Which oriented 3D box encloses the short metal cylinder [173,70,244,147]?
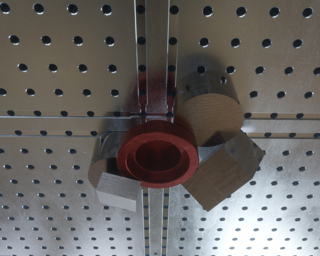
[{"bbox_3d":[0.056,-0.023,0.376,0.081,0.050,0.079,0,130,0],"label":"short metal cylinder"}]

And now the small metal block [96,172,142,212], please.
[{"bbox_3d":[-0.052,0.083,0.400,0.050,0.025,0.050,14,149,4],"label":"small metal block"}]

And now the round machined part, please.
[{"bbox_3d":[-0.002,0.028,0.386,0.099,0.042,0.097,0,130,0],"label":"round machined part"}]

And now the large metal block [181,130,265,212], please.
[{"bbox_3d":[0.085,0.053,0.413,0.050,0.080,0.080,46,122,7],"label":"large metal block"}]

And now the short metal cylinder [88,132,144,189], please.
[{"bbox_3d":[-0.057,0.052,0.438,0.081,0.050,0.079,0,130,0],"label":"short metal cylinder"}]
